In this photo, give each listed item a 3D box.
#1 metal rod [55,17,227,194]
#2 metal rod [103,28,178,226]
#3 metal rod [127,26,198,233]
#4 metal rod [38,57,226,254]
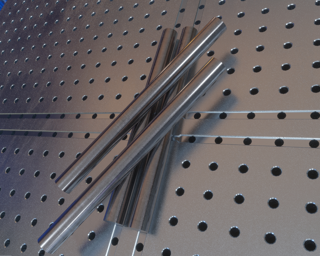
[{"bbox_3d":[-0.022,-0.033,0.410,0.300,0.025,0.025,-46,51,-5],"label":"metal rod"},{"bbox_3d":[-0.020,-0.018,0.431,0.025,0.025,0.300,1,62,29],"label":"metal rod"},{"bbox_3d":[0.010,-0.016,0.414,0.025,0.025,0.300,1,62,29],"label":"metal rod"},{"bbox_3d":[-0.030,0.029,0.375,0.300,0.025,0.025,-46,51,-5],"label":"metal rod"}]
